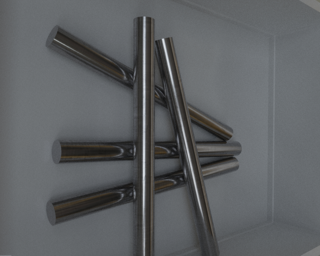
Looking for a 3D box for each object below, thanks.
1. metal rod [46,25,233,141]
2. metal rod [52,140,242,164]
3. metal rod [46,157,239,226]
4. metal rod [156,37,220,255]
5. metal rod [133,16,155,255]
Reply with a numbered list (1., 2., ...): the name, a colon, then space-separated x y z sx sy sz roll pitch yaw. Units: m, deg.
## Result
1. metal rod: -0.001 -0.042 0.405 0.301 0.025 0.025 25 74 -37
2. metal rod: 0.009 0.029 0.414 0.302 0.025 0.025 2 89 -40
3. metal rod: 0.004 0.073 0.411 0.302 0.025 0.025 -7 95 -40
4. metal rod: 0.037 0.035 0.405 0.025 0.025 0.298 -23 105 -38
5. metal rod: -0.019 0.025 0.357 0.025 0.025 0.298 0 90 -40
